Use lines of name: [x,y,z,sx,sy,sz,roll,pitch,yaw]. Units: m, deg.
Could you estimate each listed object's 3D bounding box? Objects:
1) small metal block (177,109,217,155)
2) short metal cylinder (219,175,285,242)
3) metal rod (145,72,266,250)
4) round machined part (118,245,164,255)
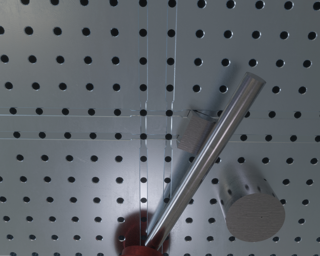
small metal block: [0.056,0.009,0.417,0.050,0.025,0.050,21,109,-8]
short metal cylinder: [0.130,0.114,0.443,0.081,0.050,0.079,0,110,0]
metal rod: [0.048,0.062,0.413,0.025,0.025,0.298,22,117,-8]
round machined part: [-0.029,0.214,0.470,0.099,0.042,0.097,6,134,6]
